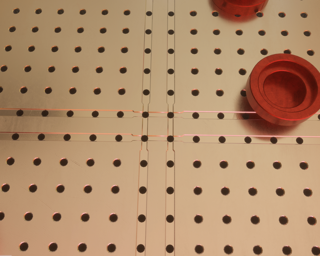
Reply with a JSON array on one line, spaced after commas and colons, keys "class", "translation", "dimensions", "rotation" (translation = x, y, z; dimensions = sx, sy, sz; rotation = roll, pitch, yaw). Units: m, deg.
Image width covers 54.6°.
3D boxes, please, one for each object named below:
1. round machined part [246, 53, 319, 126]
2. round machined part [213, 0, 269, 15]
[{"class": "round machined part", "translation": [0.166, -0.048, 0.421], "dimensions": [0.099, 0.042, 0.098], "rotation": [0, 70, 0]}, {"class": "round machined part", "translation": [0.130, -0.231, 0.488], "dimensions": [0.099, 0.042, 0.098], "rotation": [0, 70, 0]}]
